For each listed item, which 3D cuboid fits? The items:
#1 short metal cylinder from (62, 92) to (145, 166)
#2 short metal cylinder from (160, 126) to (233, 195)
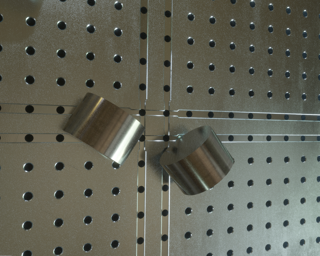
[{"bbox_3d":[-0.065,0.002,0.360,0.080,0.080,0.050,35,79,-17],"label":"short metal cylinder"},{"bbox_3d":[0.047,0.041,0.402,0.080,0.080,0.050,-40,103,-16],"label":"short metal cylinder"}]
